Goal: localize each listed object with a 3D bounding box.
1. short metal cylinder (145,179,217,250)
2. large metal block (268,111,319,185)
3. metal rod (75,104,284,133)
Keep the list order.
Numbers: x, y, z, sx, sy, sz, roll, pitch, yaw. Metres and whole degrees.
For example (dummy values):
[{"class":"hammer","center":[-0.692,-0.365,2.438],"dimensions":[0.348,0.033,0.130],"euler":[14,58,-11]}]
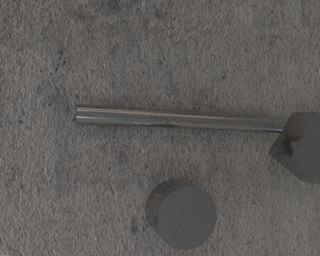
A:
[{"class":"short metal cylinder","center":[0.026,0.111,0.406],"dimensions":[0.081,0.050,0.080],"euler":[0,90,-20]},{"class":"large metal block","center":[0.231,0.031,0.481],"dimensions":[0.080,0.050,0.080],"euler":[38,78,-16]},{"class":"metal rod","center":[0.041,-0.011,0.424],"dimensions":[0.302,0.025,0.025],"euler":[2,89,-20]}]
